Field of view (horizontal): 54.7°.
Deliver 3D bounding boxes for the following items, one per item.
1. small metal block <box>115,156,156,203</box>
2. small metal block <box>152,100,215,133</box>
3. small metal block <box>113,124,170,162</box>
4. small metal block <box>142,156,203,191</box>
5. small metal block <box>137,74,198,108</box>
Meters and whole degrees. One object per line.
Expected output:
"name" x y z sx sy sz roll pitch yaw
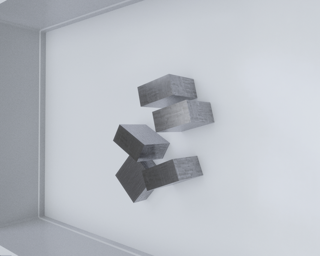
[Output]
"small metal block" -0.028 0.066 0.428 0.050 0.025 0.050 50 119 27
"small metal block" 0.028 -0.013 0.366 0.050 0.050 0.025 -17 79 38
"small metal block" -0.024 0.018 0.408 0.050 0.050 0.025 37 113 33
"small metal block" 0.015 0.055 0.376 0.050 0.050 0.025 -26 74 37
"small metal block" 0.009 -0.044 0.381 0.050 0.050 0.025 -16 80 38
